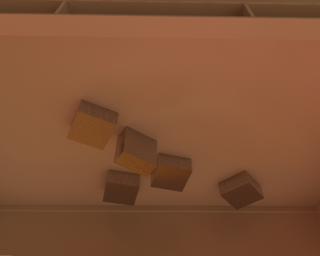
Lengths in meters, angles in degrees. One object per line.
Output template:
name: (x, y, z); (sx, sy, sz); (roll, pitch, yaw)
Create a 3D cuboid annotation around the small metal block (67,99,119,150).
small metal block: (-0.088, -0.003, 0.405); (0.050, 0.025, 0.050); (21, 127, -17)

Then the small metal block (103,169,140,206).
small metal block: (-0.061, 0.095, 0.489); (0.050, 0.025, 0.050); (10, 130, -9)

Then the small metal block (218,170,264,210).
small metal block: (0.129, 0.100, 0.495); (0.050, 0.025, 0.050); (-32, 124, 24)

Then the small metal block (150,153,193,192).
small metal block: (0.016, 0.068, 0.467); (0.050, 0.025, 0.050); (11, 129, -10)

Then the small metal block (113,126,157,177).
small metal block: (-0.032, 0.032, 0.419); (0.050, 0.050, 0.025); (28, 125, -22)
